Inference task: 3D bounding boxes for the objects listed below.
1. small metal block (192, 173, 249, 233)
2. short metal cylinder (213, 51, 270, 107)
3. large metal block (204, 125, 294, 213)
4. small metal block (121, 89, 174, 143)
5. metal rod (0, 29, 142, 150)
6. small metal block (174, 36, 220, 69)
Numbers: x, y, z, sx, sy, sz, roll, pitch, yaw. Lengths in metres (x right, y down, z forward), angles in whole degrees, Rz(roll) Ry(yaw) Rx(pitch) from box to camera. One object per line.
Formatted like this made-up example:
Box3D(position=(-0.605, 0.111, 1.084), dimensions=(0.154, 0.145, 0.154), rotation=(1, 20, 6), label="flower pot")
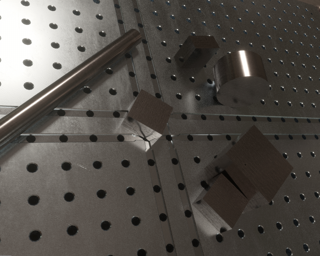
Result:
Box3D(position=(0.078, 0.095, 0.394), dimensions=(0.050, 0.025, 0.050), rotation=(46, 51, 3), label="small metal block")
Box3D(position=(0.127, -0.076, 0.490), dimensions=(0.081, 0.080, 0.050), rotation=(12, 57, -23), label="short metal cylinder")
Box3D(position=(0.123, 0.055, 0.427), dimensions=(0.080, 0.050, 0.081), rotation=(49, 51, 6), label="large metal block")
Box3D(position=(-0.016, -0.016, 0.411), dimensions=(0.050, 0.025, 0.050), rotation=(30, 52, -9), label="small metal block")
Box3D(position=(-0.114, -0.051, 0.378), dimensions=(0.025, 0.025, 0.301), rotation=(41, 51, -1), label="metal rod")
Box3D(position=(0.059, -0.122, 0.501), dimensions=(0.050, 0.050, 0.025), rotation=(-11, 68, -33), label="small metal block")
